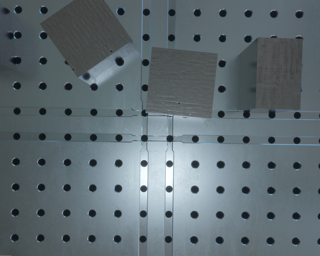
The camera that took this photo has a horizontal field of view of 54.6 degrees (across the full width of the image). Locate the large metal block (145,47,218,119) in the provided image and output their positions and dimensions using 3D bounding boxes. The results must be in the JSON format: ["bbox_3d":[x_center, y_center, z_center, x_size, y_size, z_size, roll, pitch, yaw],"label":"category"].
[{"bbox_3d":[0.026,-0.055,0.401,0.080,0.050,0.080,6,90,0],"label":"large metal block"}]

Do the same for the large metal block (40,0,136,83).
[{"bbox_3d":[-0.089,-0.117,0.400,0.080,0.050,0.080,-35,90,0],"label":"large metal block"}]

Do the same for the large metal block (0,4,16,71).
[{"bbox_3d":[-0.225,-0.117,0.384,0.050,0.080,0.080,-4,90,0],"label":"large metal block"}]

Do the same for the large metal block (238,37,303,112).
[{"bbox_3d":[0.134,-0.061,0.387,0.050,0.080,0.080,2,90,0],"label":"large metal block"}]
